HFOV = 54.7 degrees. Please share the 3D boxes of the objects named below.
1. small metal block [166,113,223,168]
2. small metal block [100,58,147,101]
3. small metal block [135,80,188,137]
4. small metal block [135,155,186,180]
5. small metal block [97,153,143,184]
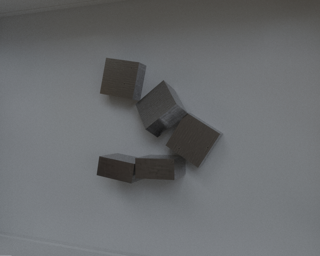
[{"bbox_3d":[0.044,0.015,0.395,0.050,0.025,0.050,34,101,16],"label":"small metal block"},{"bbox_3d":[-0.051,-0.067,0.428,0.050,0.025,0.050,12,94,19],"label":"small metal block"},{"bbox_3d":[0.001,-0.025,0.398,0.050,0.025,0.050,-39,45,16],"label":"small metal block"},{"bbox_3d":[0.002,0.049,0.396,0.050,0.050,0.025,-1,90,20],"label":"small metal block"},{"bbox_3d":[-0.048,0.052,0.414,0.050,0.050,0.025,10,94,19],"label":"small metal block"}]
